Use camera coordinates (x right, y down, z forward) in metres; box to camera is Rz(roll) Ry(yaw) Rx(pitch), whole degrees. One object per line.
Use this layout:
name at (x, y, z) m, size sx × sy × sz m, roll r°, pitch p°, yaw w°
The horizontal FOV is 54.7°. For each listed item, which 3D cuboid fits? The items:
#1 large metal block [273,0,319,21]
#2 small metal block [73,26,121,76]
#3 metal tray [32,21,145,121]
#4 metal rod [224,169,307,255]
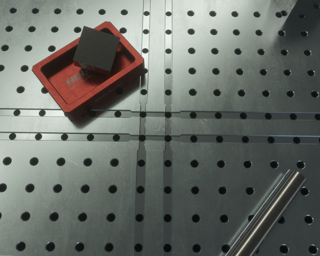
large metal block at (0.229, -0.217, 0.465) m, size 0.081 × 0.080 × 0.050 m, roll -18°, pitch 71°, yaw -7°
small metal block at (-0.086, -0.105, 0.425) m, size 0.050 × 0.025 × 0.050 m, roll 16°, pitch 81°, yaw -9°
metal tray at (-0.098, -0.082, 0.437) m, size 0.131 × 0.030 × 0.090 m, roll -37°, pitch 74°, yaw -13°
metal rod at (0.074, 0.166, 0.351) m, size 0.025 × 0.025 × 0.301 m, roll 40°, pitch 74°, yaw 13°
